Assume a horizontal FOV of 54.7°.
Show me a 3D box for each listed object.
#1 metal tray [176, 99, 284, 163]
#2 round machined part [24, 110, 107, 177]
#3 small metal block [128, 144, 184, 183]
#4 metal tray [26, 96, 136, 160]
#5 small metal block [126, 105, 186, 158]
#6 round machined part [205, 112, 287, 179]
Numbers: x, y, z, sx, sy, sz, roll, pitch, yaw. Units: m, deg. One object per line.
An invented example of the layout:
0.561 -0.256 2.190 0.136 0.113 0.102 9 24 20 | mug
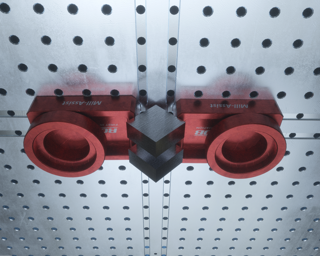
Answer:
0.086 0.006 0.415 0.131 0.030 0.089 0 131 -1 | metal tray
-0.117 0.016 0.396 0.099 0.042 0.097 0 130 0 | round machined part
-0.005 0.036 0.407 0.050 0.050 0.025 33 139 32 | small metal block
-0.095 0.002 0.411 0.131 0.030 0.089 -1 132 0 | metal tray
-0.005 0.002 0.378 0.050 0.050 0.025 33 139 32 | small metal block
0.107 0.018 0.400 0.099 0.042 0.097 0 130 0 | round machined part
